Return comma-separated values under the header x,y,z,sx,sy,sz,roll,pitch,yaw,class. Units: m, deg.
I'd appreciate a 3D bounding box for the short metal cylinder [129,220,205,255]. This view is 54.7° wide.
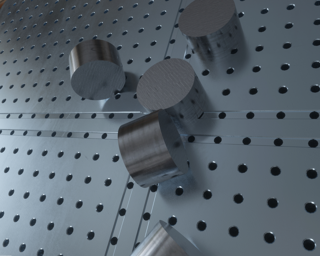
x,y,z,sx,sy,sz,roll,pitch,yaw,class
0.013,0.132,0.285,0.050,0.080,0.080,-49,51,-6,short metal cylinder

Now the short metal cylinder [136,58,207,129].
x,y,z,sx,sy,sz,roll,pitch,yaw,class
0.016,-0.045,0.411,0.080,0.050,0.080,-13,56,21,short metal cylinder

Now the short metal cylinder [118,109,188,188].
x,y,z,sx,sy,sz,roll,pitch,yaw,class
-0.006,0.024,0.362,0.050,0.080,0.080,-22,54,15,short metal cylinder

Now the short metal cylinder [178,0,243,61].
x,y,z,sx,sy,sz,roll,pitch,yaw,class
0.073,-0.143,0.442,0.080,0.050,0.080,-13,56,21,short metal cylinder

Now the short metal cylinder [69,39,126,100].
x,y,z,sx,sy,sz,roll,pitch,yaw,class
-0.098,-0.089,0.479,0.080,0.080,0.050,-26,53,12,short metal cylinder
